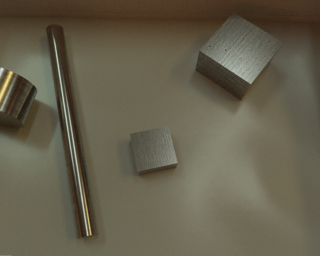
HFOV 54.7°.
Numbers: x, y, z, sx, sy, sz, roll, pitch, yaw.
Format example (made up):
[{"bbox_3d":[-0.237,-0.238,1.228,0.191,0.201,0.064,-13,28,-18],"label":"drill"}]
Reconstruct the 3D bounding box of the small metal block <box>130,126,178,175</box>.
[{"bbox_3d":[-0.008,0.029,0.399,0.050,0.025,0.050,-12,71,-5],"label":"small metal block"}]

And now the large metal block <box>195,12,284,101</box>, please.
[{"bbox_3d":[0.109,-0.100,0.434,0.080,0.050,0.080,37,74,12],"label":"large metal block"}]

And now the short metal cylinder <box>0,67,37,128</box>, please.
[{"bbox_3d":[-0.205,-0.038,0.392,0.080,0.080,0.050,11,71,4],"label":"short metal cylinder"}]

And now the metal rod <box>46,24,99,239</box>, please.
[{"bbox_3d":[-0.120,-0.010,0.411,0.025,0.025,0.299,-13,71,-5],"label":"metal rod"}]
